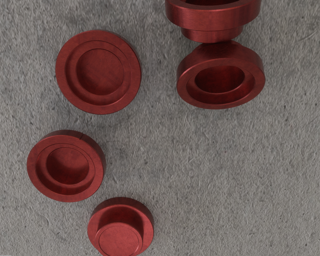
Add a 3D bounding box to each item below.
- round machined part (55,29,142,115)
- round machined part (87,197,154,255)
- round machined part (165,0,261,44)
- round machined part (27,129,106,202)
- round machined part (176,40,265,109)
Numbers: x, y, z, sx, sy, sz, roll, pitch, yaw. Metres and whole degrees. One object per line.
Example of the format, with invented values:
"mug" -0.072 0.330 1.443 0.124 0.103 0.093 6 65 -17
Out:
"round machined part" -0.071 -0.069 0.375 0.099 0.042 0.097 0 110 0
"round machined part" -0.058 0.155 0.457 0.099 0.042 0.097 0 110 0
"round machined part" 0.055 -0.125 0.330 0.099 0.098 0.042 -6 133 2
"round machined part" -0.121 0.047 0.417 0.099 0.042 0.097 0 110 0
"round machined part" 0.068 -0.064 0.360 0.099 0.042 0.098 1 152 1
